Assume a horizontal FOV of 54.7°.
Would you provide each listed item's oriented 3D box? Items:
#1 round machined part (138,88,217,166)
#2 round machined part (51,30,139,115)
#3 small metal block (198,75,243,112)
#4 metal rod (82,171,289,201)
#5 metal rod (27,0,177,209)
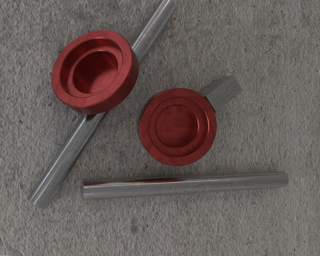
[{"bbox_3d":[0.020,-0.003,0.402,0.099,0.042,0.097,-1,96,-12],"label":"round machined part"},{"bbox_3d":[-0.070,-0.059,0.356,0.098,0.042,0.098,-6,67,15],"label":"round machined part"},{"bbox_3d":[0.075,-0.045,0.424,0.050,0.050,0.025,-38,103,-16],"label":"small metal block"},{"bbox_3d":[0.048,0.077,0.427,0.302,0.025,0.025,1,90,-20],"label":"metal rod"},{"bbox_3d":[-0.065,-0.039,0.385,0.025,0.025,0.300,35,79,-17],"label":"metal rod"}]
